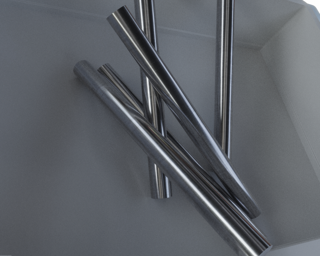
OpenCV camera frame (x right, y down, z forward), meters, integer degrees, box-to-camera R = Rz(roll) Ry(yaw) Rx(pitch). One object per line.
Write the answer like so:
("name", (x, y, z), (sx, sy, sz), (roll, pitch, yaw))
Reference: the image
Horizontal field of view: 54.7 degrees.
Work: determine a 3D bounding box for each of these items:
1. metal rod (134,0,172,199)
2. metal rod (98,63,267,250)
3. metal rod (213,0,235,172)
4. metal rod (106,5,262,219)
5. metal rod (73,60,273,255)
("metal rod", (-0.011, -0.068, 0.370), (0.025, 0.025, 0.298), (-3, 86, -30))
("metal rod", (0.024, 0.033, 0.399), (0.300, 0.025, 0.025), (48, 51, 5))
("metal rod", (0.090, -0.089, 0.431), (0.025, 0.025, 0.298), (4, 85, -27))
("metal rod", (0.039, -0.005, 0.365), (0.299, 0.025, 0.025), (54, 49, -17))
("metal rod", (-0.012, 0.010, 0.318), (0.025, 0.025, 0.300), (-17, 47, -35))
